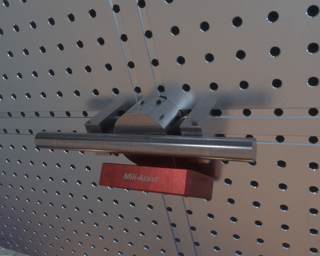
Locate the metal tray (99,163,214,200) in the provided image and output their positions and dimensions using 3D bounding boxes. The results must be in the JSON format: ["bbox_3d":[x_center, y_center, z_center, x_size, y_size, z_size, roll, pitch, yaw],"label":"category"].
[{"bbox_3d":[-0.004,0.072,0.419,0.130,0.090,0.030,1,76,28],"label":"metal tray"}]

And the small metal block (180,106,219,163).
[{"bbox_3d":[0.050,0.007,0.374,0.025,0.050,0.050,-1,118,29],"label":"small metal block"}]

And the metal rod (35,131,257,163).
[{"bbox_3d":[-0.039,0.020,0.379,0.300,0.025,0.025,1,119,28],"label":"metal rod"}]

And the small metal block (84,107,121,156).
[{"bbox_3d":[-0.074,0.004,0.437,0.025,0.050,0.050,-1,118,29],"label":"small metal block"}]

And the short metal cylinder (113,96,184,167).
[{"bbox_3d":[-0.013,0.005,0.405,0.080,0.050,0.079,13,124,21],"label":"short metal cylinder"}]
